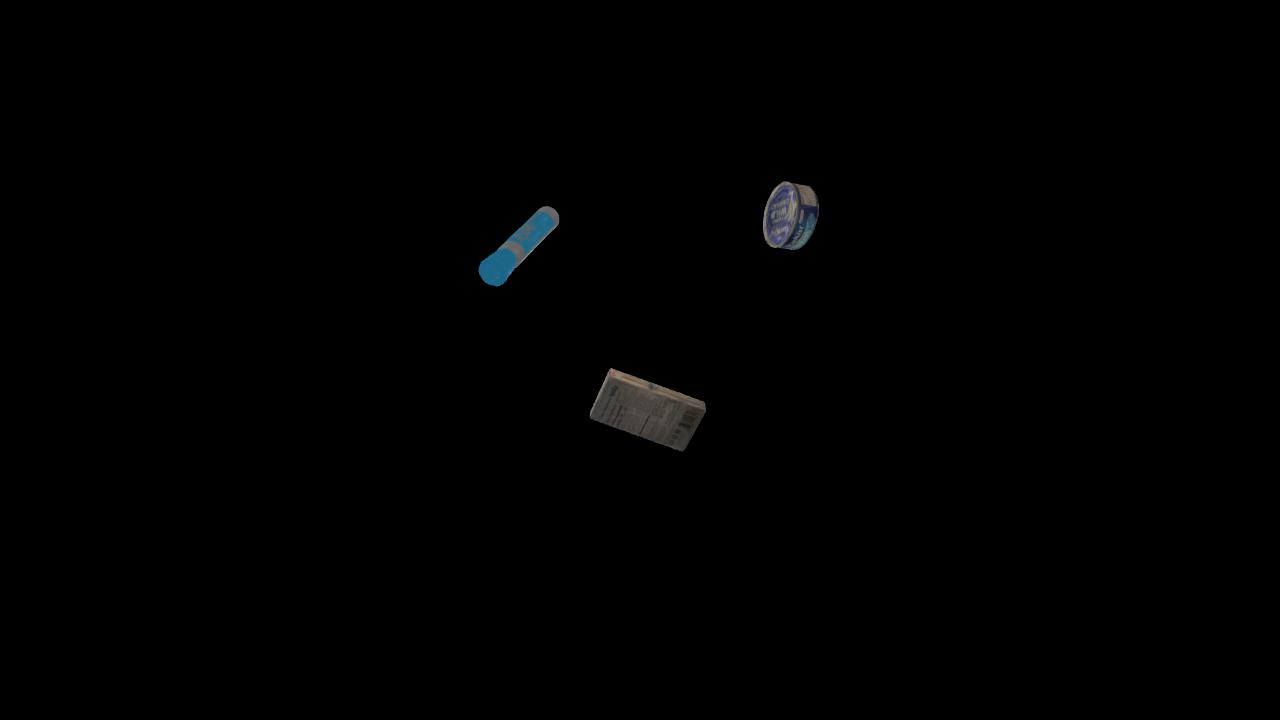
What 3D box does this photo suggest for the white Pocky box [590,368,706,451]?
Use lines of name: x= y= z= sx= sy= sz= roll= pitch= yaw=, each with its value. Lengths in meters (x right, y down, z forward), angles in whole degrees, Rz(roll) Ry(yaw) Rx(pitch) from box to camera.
white Pocky box: x=0.011 y=0.075 z=0.910 sx=0.154 sy=0.084 sz=0.028 roll=21 pitch=29 yaw=-9

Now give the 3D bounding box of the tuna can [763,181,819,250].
tuna can: x=0.194 y=-0.185 z=0.794 sx=0.034 sy=0.084 sz=0.084 roll=5 pitch=-1 yaw=-18

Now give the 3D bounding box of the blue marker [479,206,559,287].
blue marker: x=-0.082 y=-0.081 z=0.429 sx=0.020 sy=0.020 sz=0.121 roll=0 pitch=29 yaw=11
